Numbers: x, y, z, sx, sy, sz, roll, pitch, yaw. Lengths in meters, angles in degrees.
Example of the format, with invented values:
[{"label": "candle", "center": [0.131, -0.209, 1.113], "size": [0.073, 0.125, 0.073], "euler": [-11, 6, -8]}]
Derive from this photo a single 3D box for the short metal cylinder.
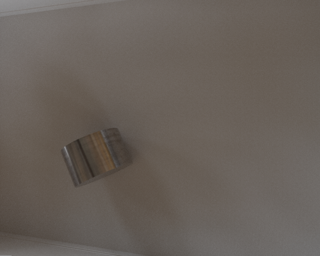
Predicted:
[{"label": "short metal cylinder", "center": [-0.083, 0.039, 0.409], "size": [0.080, 0.080, 0.050], "euler": [-27, 82, 18]}]
